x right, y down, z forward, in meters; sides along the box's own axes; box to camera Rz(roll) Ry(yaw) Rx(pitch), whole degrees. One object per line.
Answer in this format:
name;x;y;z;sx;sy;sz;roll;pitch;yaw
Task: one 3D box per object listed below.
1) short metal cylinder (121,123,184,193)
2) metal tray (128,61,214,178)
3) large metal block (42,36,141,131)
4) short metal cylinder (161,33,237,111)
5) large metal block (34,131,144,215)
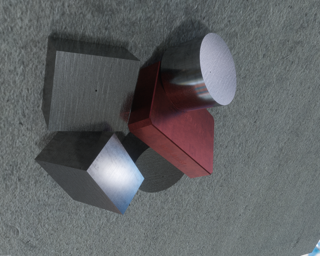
short metal cylinder;-0.008;0.039;0.413;0.081;0.050;0.079;-14;124;-21
metal tray;0.021;-0.006;0.376;0.030;0.090;0.130;-17;139;33
large metal block;-0.074;-0.043;0.322;0.081;0.050;0.079;1;118;-29
short metal cylinder;0.046;-0.062;0.354;0.080;0.050;0.080;12;74;-49
large metal block;-0.077;0.047;0.351;0.050;0.080;0.080;-59;139;-33
